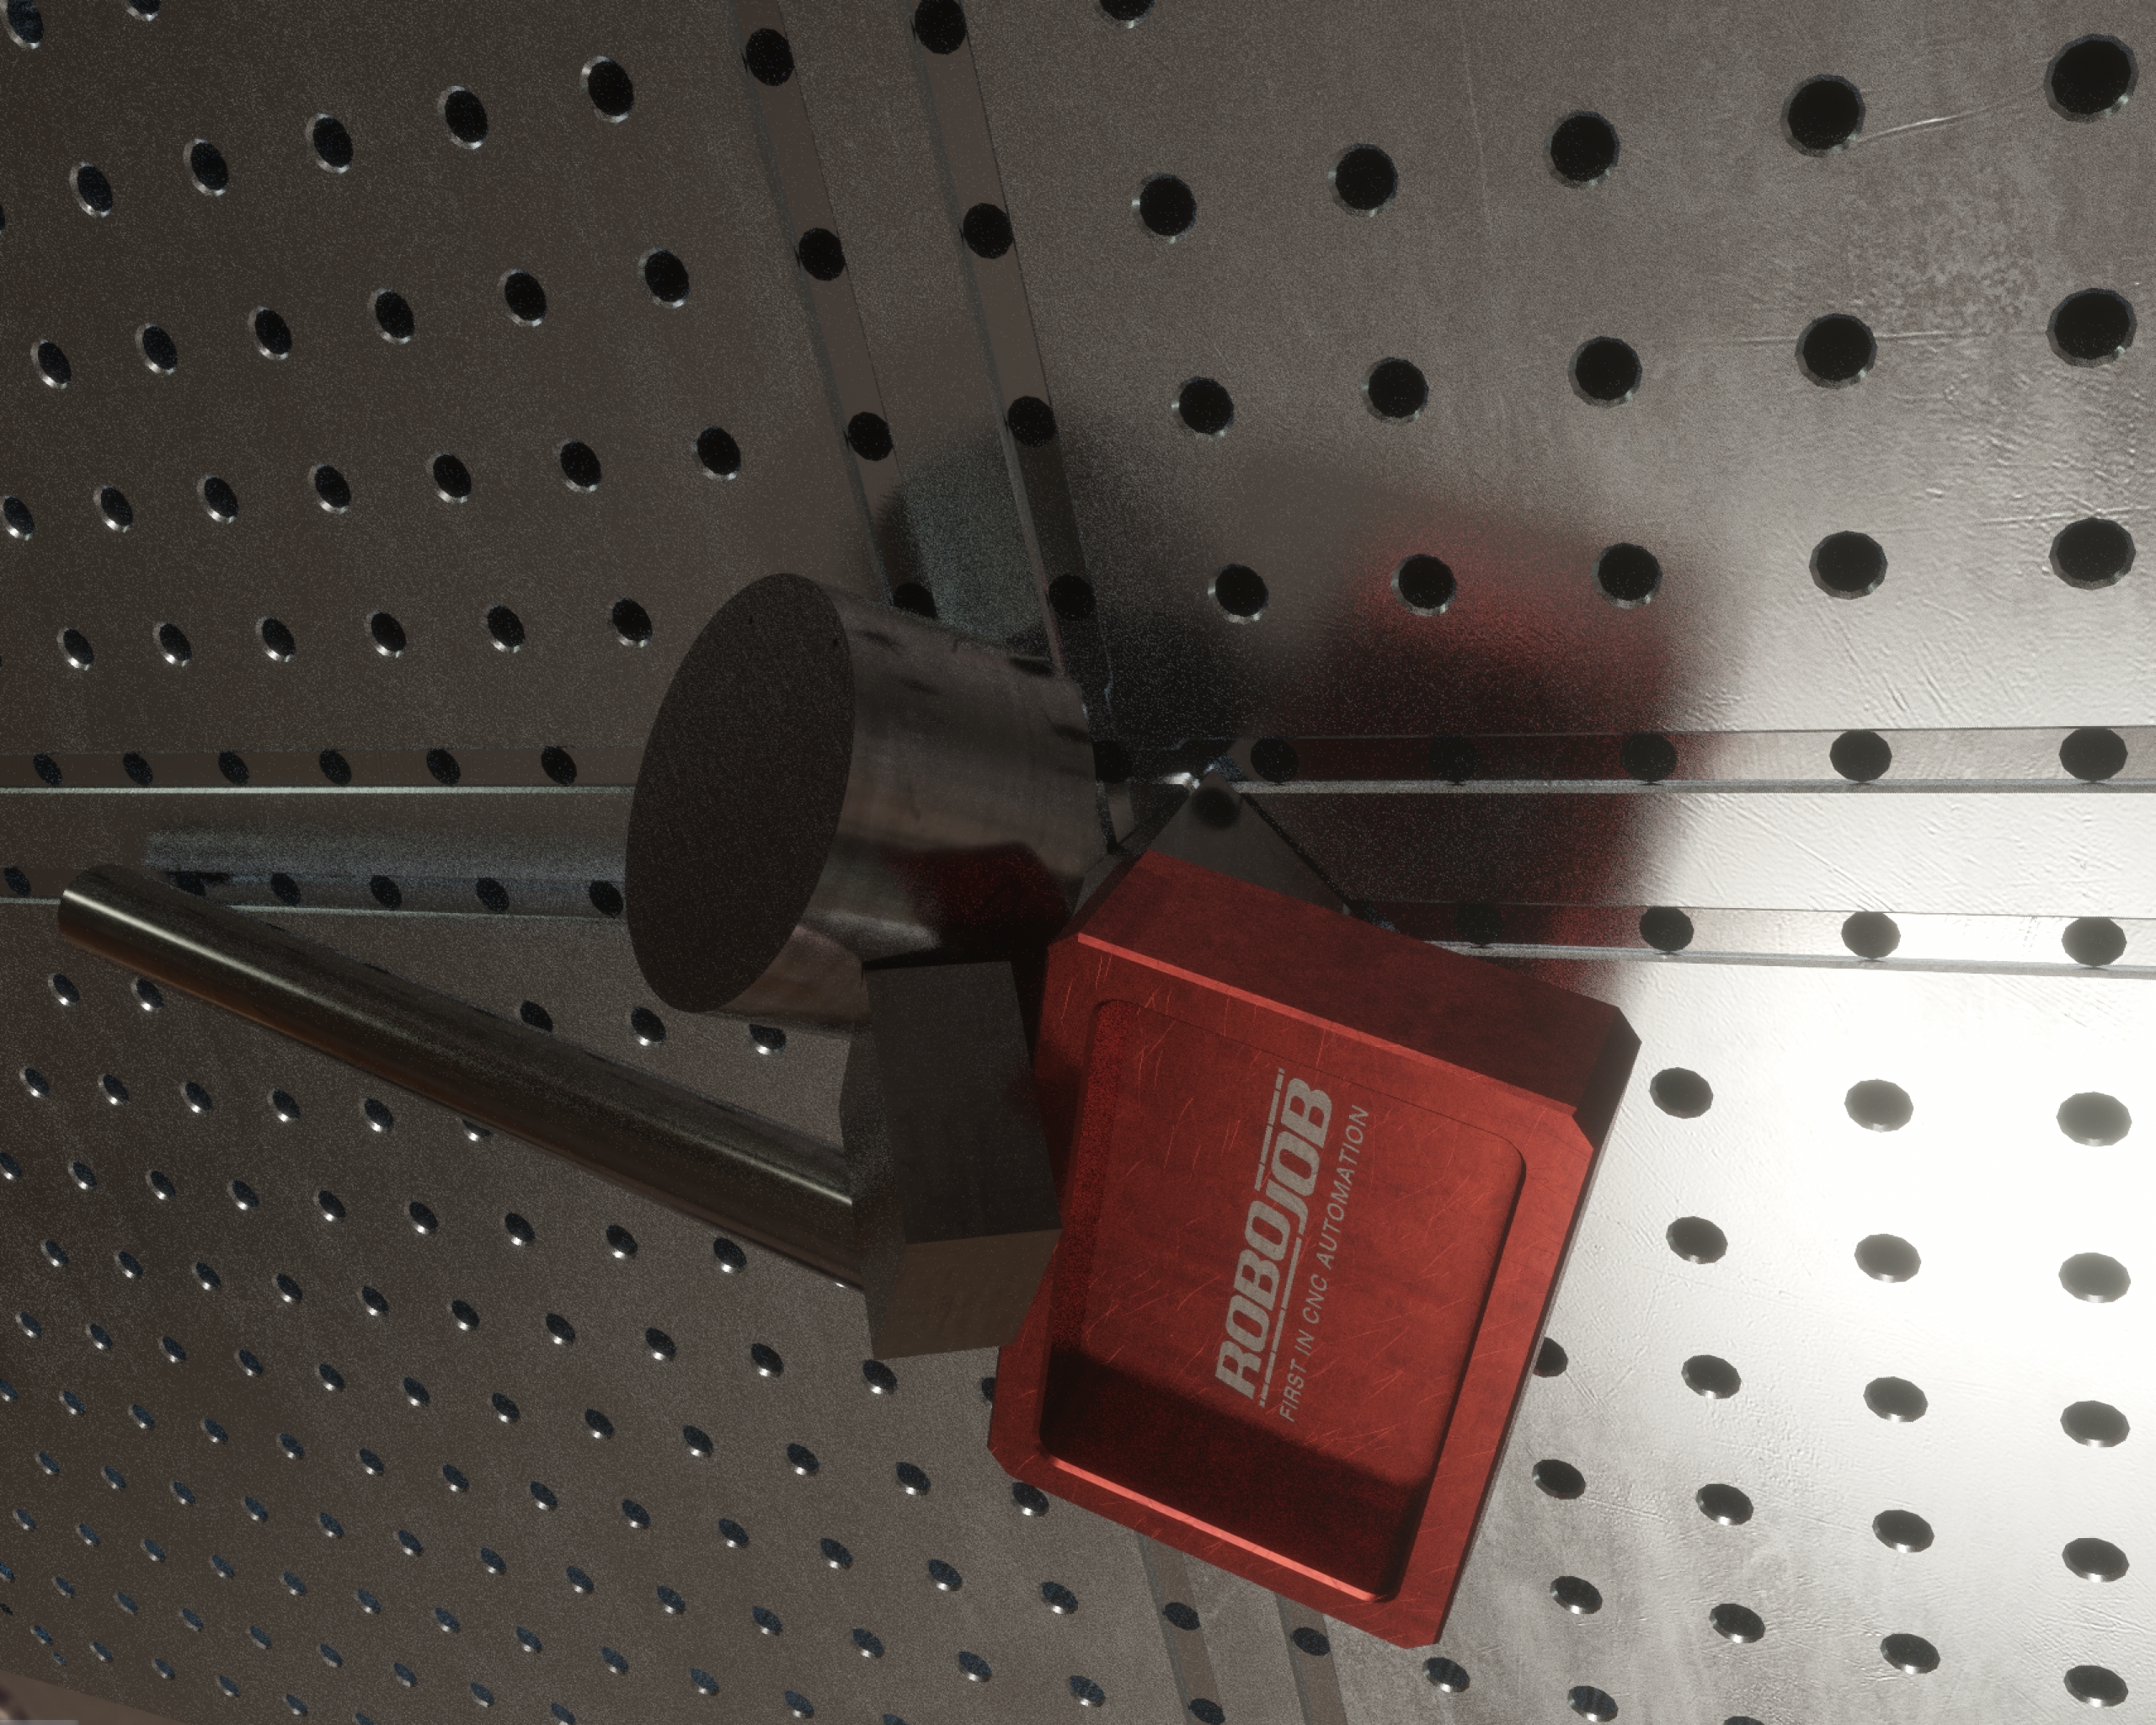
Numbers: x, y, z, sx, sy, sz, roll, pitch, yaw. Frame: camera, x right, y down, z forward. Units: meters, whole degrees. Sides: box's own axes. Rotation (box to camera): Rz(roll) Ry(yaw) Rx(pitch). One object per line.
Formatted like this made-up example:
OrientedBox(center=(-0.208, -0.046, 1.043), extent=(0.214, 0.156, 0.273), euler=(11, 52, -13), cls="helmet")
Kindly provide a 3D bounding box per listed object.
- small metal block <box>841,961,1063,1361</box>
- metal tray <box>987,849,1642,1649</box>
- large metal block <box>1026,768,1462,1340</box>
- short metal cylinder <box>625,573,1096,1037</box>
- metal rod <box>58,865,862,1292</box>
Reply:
OrientedBox(center=(-0.024, 0.052, 0.361), extent=(0.025, 0.050, 0.050), euler=(-3, 147, -15), cls="small metal block")
OrientedBox(center=(0.036, 0.070, 0.363), extent=(0.090, 0.030, 0.129), euler=(19, 126, 17), cls="metal tray")
OrientedBox(center=(0.020, 0.042, 0.408), extent=(0.080, 0.050, 0.080), euler=(46, 129, -5), cls="large metal block")
OrientedBox(center=(-0.042, -0.008, 0.383), extent=(0.050, 0.080, 0.080), euler=(15, 140, -36), cls="short metal cylinder")
OrientedBox(center=(-0.136, 0.045, 0.470), extent=(0.300, 0.025, 0.025), euler=(15, 125, 33), cls="metal rod")
